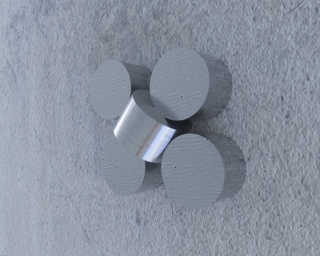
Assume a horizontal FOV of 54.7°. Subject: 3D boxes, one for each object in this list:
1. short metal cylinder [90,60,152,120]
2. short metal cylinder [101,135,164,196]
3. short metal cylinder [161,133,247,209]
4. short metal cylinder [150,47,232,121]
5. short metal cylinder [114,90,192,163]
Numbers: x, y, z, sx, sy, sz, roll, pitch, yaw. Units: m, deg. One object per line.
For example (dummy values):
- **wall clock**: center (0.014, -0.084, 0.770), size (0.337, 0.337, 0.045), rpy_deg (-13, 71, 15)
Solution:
- **short metal cylinder**: center (-0.051, -0.051, 0.429), size (0.080, 0.050, 0.079), rpy_deg (0, 90, 39)
- **short metal cylinder**: center (-0.032, 0.046, 0.413), size (0.080, 0.050, 0.079), rpy_deg (0, 90, 39)
- **short metal cylinder**: center (0.048, 0.046, 0.347), size (0.080, 0.050, 0.079), rpy_deg (0, 90, 39)
- **short metal cylinder**: center (0.035, -0.048, 0.357), size (0.080, 0.050, 0.079), rpy_deg (0, 90, 39)
- **short metal cylinder**: center (-0.009, -0.003, 0.376), size (0.080, 0.081, 0.050), rpy_deg (47, 118, 29)
